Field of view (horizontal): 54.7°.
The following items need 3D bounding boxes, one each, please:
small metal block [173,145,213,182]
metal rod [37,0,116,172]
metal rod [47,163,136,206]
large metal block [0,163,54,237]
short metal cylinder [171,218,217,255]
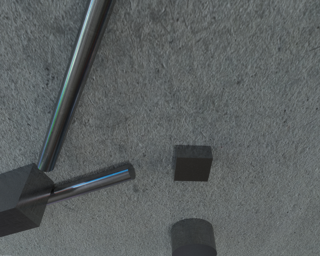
[{"bbox_3d":[0.047,0.052,0.452,0.050,0.025,0.050,2,130,-2],"label":"small metal block"},{"bbox_3d":[-0.102,-0.049,0.363,0.025,0.025,0.298,19,127,-16],"label":"metal rod"},{"bbox_3d":[-0.180,0.111,0.499,0.301,0.025,0.025,-19,128,15],"label":"metal rod"},{"bbox_3d":[-0.216,0.107,0.459,0.080,0.080,0.050,-18,128,14],"label":"large metal block"},{"bbox_3d":[0.061,0.211,0.572,0.081,0.050,0.079,0,130,0],"label":"short metal cylinder"}]
